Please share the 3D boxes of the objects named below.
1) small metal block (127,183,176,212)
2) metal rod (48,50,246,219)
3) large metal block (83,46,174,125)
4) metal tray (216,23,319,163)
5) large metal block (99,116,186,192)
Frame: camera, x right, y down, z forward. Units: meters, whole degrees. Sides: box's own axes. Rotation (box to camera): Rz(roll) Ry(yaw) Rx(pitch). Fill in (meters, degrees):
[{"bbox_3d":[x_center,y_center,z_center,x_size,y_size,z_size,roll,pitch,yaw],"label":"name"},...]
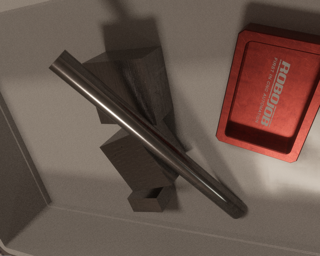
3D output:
[{"bbox_3d":[-0.011,0.097,0.457,0.050,0.050,0.025,-8,114,31],"label":"small metal block"},{"bbox_3d":[0.002,0.022,0.366,0.300,0.025,0.025,41,131,-23],"label":"metal rod"},{"bbox_3d":[-0.037,-0.051,0.379,0.080,0.050,0.079,2,119,27],"label":"large metal block"},{"bbox_3d":[0.116,-0.034,0.322,0.090,0.030,0.129,18,125,17],"label":"metal tray"},{"bbox_3d":[-0.021,0.035,0.415,0.080,0.050,0.080,-22,108,46],"label":"large metal block"}]
